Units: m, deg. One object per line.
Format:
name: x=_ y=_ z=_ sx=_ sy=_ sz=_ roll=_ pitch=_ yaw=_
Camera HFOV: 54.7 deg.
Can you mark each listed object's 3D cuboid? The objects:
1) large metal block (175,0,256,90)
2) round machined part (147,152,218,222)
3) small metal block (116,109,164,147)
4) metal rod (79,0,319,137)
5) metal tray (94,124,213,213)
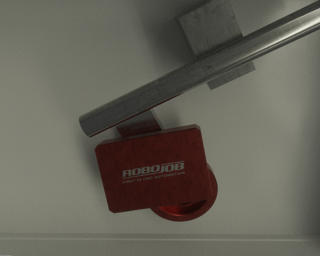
large metal block: x=0.058 y=-0.097 z=0.347 sx=0.050 sy=0.080 sz=0.080 roll=-25 pitch=109 yaw=8
round machined part: x=0.028 y=0.077 z=0.431 sx=0.099 sy=0.042 sz=0.097 roll=0 pitch=110 yaw=-1
small metal block: x=-0.023 y=0.003 z=0.412 sx=0.050 sy=0.025 sz=0.050 roll=-27 pitch=108 yaw=9
metal rod: x=0.058 y=-0.064 z=0.303 sx=0.301 sy=0.025 sz=0.025 roll=-25 pitch=109 yaw=8
metal tray: x=-0.007 y=0.051 z=0.389 sx=0.131 sy=0.030 sz=0.089 roll=-10 pitch=98 yaw=7
